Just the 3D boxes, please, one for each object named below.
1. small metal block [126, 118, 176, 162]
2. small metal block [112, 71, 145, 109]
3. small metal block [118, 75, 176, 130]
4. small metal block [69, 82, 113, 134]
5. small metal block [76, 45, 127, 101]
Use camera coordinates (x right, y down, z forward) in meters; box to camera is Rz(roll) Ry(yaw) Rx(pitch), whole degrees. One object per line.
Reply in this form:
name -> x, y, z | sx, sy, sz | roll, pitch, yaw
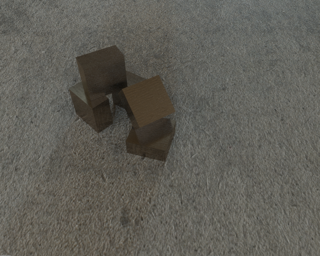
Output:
small metal block -> -0.011, 0.011, 0.395 | 0.050, 0.025, 0.050 | 13, 51, 10
small metal block -> -0.039, -0.048, 0.429 | 0.050, 0.050, 0.025 | 26, 55, 19
small metal block -> -0.017, -0.031, 0.383 | 0.050, 0.025, 0.050 | -25, 92, -20
small metal block -> -0.091, -0.028, 0.411 | 0.050, 0.050, 0.025 | 38, 59, 27
small metal block -> -0.070, -0.067, 0.379 | 0.050, 0.050, 0.025 | -23, 54, -19
